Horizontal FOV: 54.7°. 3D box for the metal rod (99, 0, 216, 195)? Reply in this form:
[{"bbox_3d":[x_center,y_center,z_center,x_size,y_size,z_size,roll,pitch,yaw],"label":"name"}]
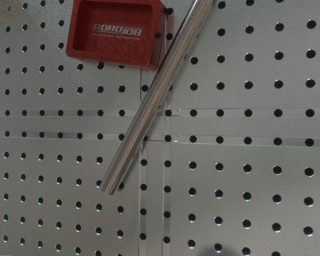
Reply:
[{"bbox_3d":[-0.006,-0.043,0.413,0.025,0.025,0.298,30,100,17],"label":"metal rod"}]

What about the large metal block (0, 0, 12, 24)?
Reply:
[{"bbox_3d":[-0.298,-0.212,0.486,0.080,0.080,0.050,26,99,18],"label":"large metal block"}]

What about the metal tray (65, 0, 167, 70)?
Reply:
[{"bbox_3d":[-0.062,-0.134,0.430,0.130,0.030,0.089,11,94,19],"label":"metal tray"}]
